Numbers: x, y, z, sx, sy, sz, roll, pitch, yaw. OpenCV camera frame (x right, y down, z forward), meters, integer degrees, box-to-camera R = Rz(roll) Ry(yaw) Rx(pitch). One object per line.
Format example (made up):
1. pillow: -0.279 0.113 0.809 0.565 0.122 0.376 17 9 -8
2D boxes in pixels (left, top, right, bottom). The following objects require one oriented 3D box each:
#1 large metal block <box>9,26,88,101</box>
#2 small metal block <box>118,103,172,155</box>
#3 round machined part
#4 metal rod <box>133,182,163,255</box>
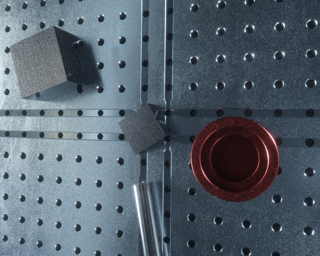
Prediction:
1. large metal block: -0.163 -0.091 0.455 0.080 0.050 0.080 -17 85 19
2. small metal block: -0.020 0.002 0.419 0.050 0.025 0.050 -32 80 16
3. round machined part: 0.090 0.035 0.372 0.098 0.042 0.097 0 90 19
4. metal rod: 0.000 0.222 0.411 0.025 0.025 0.298 -10 87 19
